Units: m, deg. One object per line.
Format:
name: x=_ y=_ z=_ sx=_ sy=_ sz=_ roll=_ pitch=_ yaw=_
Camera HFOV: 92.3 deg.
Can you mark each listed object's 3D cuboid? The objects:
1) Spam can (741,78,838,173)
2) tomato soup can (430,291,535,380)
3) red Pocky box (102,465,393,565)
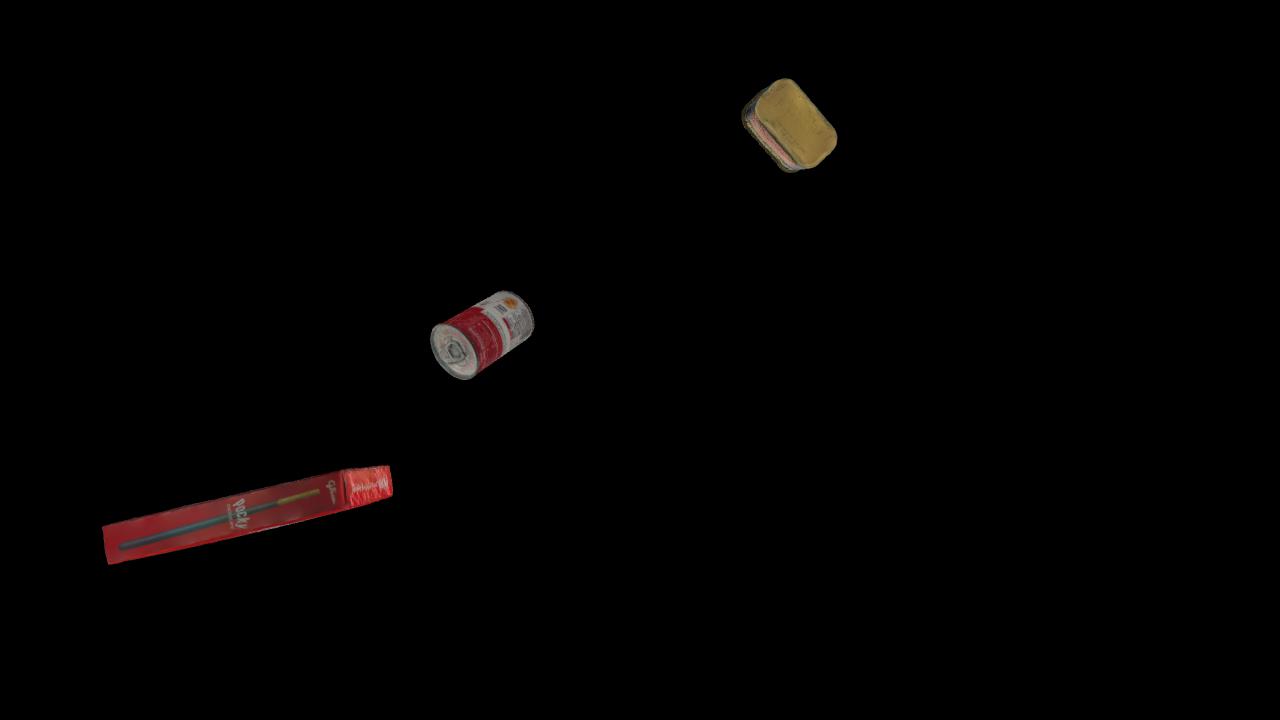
Spam can: x=0.168 y=-0.262 z=0.694 sx=0.058 sy=0.101 sz=0.085 roll=-44 pitch=11 yaw=11
tomato soup can: x=-0.175 y=-0.031 z=0.695 sx=0.068 sy=0.068 sz=0.101 roll=0 pitch=27 yaw=33
red Pocky box: x=-0.263 y=0.105 z=0.428 sx=0.155 sy=0.028 sz=0.083 roll=-13 pitch=-8 yaw=-3
